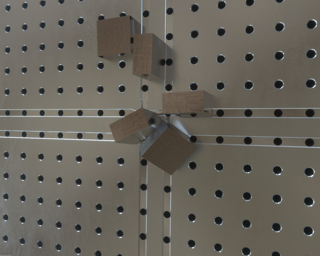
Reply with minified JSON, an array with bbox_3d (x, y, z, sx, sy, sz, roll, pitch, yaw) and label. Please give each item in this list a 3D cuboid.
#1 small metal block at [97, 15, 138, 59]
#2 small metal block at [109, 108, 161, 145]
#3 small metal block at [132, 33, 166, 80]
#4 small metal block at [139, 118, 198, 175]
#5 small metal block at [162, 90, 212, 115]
[{"bbox_3d":[-0.059,-0.125,0.432,0.050,0.025,0.050,-2,89,19],"label":"small metal block"},{"bbox_3d":[-0.029,-0.001,0.407,0.050,0.050,0.025,-26,75,18],"label":"small metal block"},{"bbox_3d":[-0.013,-0.091,0.403,0.025,0.050,0.050,2,91,20],"label":"small metal block"},{"bbox_3d":[0.010,0.025,0.395,0.050,0.025,0.050,35,104,-24],"label":"small metal block"},{"bbox_3d":[0.035,-0.030,0.386,0.050,0.050,0.025,-2,90,19],"label":"small metal block"}]
